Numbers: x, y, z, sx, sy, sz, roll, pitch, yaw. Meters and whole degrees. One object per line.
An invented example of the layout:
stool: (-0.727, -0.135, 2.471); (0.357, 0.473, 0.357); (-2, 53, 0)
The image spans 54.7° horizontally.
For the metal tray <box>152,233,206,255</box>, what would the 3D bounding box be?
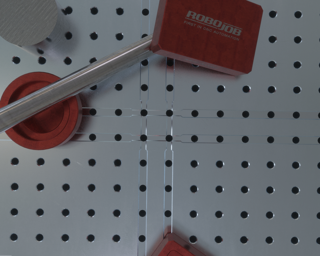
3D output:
metal tray: (0.012, 0.220, 0.411); (0.090, 0.030, 0.130); (36, 90, 0)

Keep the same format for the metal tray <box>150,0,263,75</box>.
metal tray: (0.061, -0.125, 0.390); (0.131, 0.030, 0.089); (11, 90, -20)

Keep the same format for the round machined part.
round machined part: (-0.150, -0.021, 0.404); (0.099, 0.042, 0.097); (0, 90, 0)

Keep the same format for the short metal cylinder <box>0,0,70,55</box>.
short metal cylinder: (-0.164, -0.139, 0.399); (0.081, 0.050, 0.079); (0, 90, 0)

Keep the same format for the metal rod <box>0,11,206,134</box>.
metal rod: (-0.064, -0.075, 0.382); (0.302, 0.025, 0.025); (-30, 90, -13)
